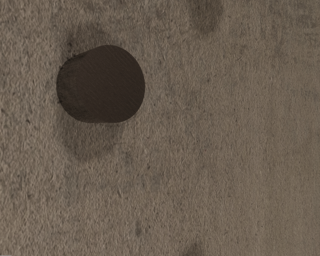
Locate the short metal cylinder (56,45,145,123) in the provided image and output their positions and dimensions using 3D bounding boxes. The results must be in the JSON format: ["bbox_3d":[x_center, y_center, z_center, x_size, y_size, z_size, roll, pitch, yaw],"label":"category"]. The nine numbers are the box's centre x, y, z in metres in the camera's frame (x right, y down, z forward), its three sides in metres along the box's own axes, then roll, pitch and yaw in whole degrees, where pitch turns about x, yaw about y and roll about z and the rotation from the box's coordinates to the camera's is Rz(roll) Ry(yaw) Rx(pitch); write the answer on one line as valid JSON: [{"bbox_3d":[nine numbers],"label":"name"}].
[{"bbox_3d":[-0.063,-0.045,0.337,0.081,0.050,0.079,0,90,-40],"label":"short metal cylinder"}]
